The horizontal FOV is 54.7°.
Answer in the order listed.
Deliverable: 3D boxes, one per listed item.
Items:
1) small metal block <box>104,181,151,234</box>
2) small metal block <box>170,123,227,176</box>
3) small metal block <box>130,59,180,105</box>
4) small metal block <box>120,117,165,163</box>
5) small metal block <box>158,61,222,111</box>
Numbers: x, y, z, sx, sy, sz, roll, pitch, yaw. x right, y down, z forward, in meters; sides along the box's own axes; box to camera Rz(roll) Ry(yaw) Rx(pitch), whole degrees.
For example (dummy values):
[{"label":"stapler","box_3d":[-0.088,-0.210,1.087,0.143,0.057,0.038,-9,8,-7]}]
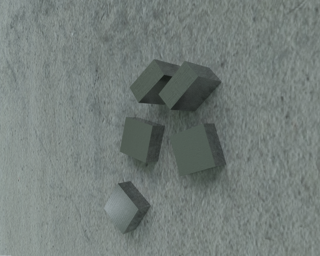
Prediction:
[{"label":"small metal block","box_3d":[-0.047,0.113,0.442,0.050,0.025,0.050,44,116,31]},{"label":"small metal block","box_3d":[0.044,0.026,0.367,0.050,0.025,0.050,-23,76,37]},{"label":"small metal block","box_3d":[0.000,-0.056,0.387,0.050,0.050,0.025,-44,64,31]},{"label":"small metal block","box_3d":[-0.025,0.015,0.423,0.050,0.025,0.050,18,101,38]},{"label":"small metal block","box_3d":[0.035,-0.046,0.358,0.050,0.050,0.025,-50,61,28]}]
